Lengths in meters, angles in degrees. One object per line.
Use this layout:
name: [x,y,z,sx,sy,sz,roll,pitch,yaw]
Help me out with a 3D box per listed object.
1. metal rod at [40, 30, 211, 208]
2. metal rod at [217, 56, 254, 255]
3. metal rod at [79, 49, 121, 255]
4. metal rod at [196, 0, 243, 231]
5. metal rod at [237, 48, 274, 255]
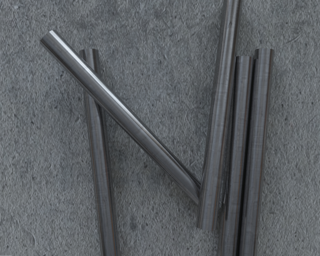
metal rod: [-0.033,-0.002,0.392,0.025,0.025,0.300,-43,97,0]
metal rod: [0.098,0.056,0.410,0.025,0.025,0.298,5,90,0]
metal rod: [-0.078,0.047,0.409,0.025,0.025,0.298,-6,90,0]
metal rod: [0.077,-0.025,0.395,0.025,0.025,0.298,8,84,0]
metal rod: [0.126,0.046,0.410,0.025,0.025,0.298,5,90,0]
